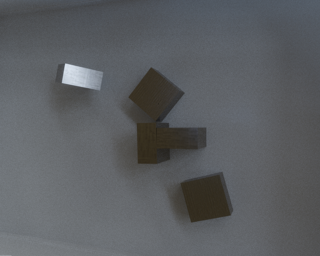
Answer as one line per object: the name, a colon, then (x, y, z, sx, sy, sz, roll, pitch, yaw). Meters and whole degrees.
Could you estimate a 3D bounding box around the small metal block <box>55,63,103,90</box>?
small metal block: (-0.111, -0.070, 0.424, 0.050, 0.050, 0.025, 18, 98, 61)

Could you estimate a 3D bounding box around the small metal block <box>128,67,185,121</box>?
small metal block: (-0.004, -0.044, 0.411, 0.050, 0.025, 0.050, 42, 103, 15)

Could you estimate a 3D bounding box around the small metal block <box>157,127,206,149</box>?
small metal block: (0.028, 0.012, 0.387, 0.050, 0.050, 0.025, 0, 90, 19)

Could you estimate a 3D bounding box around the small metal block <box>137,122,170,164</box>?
small metal block: (-0.007, 0.018, 0.399, 0.025, 0.050, 0.050, -2, 90, 20)

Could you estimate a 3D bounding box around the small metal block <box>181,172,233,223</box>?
small metal block: (0.059, 0.086, 0.389, 0.050, 0.025, 0.050, -16, 85, 19)
